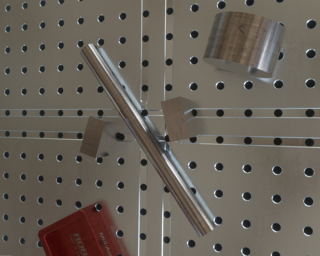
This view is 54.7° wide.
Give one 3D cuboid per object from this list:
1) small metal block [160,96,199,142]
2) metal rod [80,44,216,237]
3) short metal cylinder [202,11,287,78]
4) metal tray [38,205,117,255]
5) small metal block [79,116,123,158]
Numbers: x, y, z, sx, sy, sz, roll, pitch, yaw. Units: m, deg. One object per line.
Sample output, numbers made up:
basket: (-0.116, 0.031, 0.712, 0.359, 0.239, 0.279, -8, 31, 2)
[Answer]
small metal block: (0.026, -0.010, 0.389, 0.025, 0.050, 0.050, -15, 85, 19)
metal rod: (-0.022, 0.009, 0.419, 0.025, 0.025, 0.299, -37, 79, 16)
short metal cylinder: (0.094, -0.092, 0.350, 0.080, 0.080, 0.050, 18, 96, 19)
metal tray: (-0.111, 0.189, 0.447, 0.090, 0.030, 0.130, -30, 81, 17)
small metal block: (-0.080, 0.012, 0.426, 0.025, 0.050, 0.050, 18, 96, 19)
